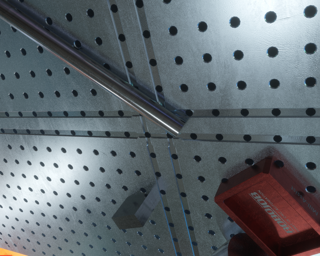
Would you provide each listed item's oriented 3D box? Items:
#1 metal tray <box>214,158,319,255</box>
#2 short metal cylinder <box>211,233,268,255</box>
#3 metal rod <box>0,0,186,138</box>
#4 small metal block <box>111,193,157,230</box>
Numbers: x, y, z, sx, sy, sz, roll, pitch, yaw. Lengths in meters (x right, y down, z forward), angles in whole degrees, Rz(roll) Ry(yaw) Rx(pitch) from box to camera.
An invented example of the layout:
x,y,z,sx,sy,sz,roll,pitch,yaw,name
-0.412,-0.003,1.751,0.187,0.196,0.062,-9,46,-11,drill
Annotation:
x,y,z,sx,sy,sz,roll,pitch,yaw,name
0.147,0.110,0.398,0.130,0.030,0.090,45,129,-4,metal tray
0.117,0.197,0.435,0.080,0.080,0.050,35,129,4,short metal cylinder
-0.097,-0.082,0.409,0.301,0.025,0.025,34,129,5,metal rod
-0.041,0.134,0.498,0.050,0.050,0.025,-19,108,35,small metal block
